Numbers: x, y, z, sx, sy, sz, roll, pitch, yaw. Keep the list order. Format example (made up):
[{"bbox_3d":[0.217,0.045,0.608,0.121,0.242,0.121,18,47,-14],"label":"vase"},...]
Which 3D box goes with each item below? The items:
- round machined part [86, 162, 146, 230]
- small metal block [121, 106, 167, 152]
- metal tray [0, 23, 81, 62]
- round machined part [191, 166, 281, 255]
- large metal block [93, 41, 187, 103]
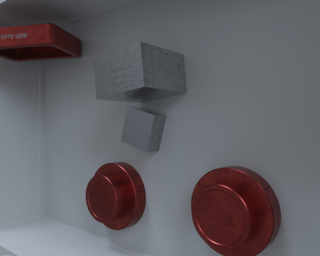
[{"bbox_3d":[-0.071,0.100,0.452,0.098,0.042,0.097,0,90,39],"label":"round machined part"},{"bbox_3d":[-0.023,0.001,0.424,0.050,0.025,0.050,20,102,38],"label":"small metal block"},{"bbox_3d":[-0.207,-0.135,0.499,0.131,0.090,0.030,-1,90,12],"label":"metal tray"},{"bbox_3d":[0.074,0.092,0.334,0.098,0.042,0.097,0,90,39],"label":"round machined part"},{"bbox_3d":[-0.024,-0.065,0.389,0.080,0.081,0.050,-8,85,39],"label":"large metal block"}]
